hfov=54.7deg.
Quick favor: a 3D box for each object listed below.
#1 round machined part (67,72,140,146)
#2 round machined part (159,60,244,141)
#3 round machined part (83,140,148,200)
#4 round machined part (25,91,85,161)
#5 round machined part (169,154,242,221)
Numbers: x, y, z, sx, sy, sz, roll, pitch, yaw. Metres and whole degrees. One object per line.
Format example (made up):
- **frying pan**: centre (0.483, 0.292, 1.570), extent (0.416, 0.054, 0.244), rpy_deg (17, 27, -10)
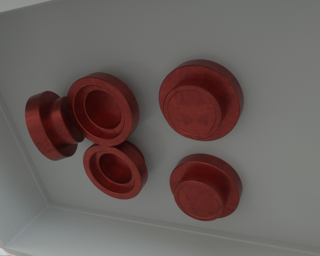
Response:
- **round machined part**: centre (-0.071, -0.028, 0.414), extent (0.098, 0.042, 0.097), rpy_deg (11, 120, 20)
- **round machined part**: centre (0.043, -0.026, 0.358), extent (0.098, 0.042, 0.097), rpy_deg (13, 124, 20)
- **round machined part**: centre (-0.062, 0.056, 0.463), extent (0.098, 0.042, 0.097), rpy_deg (13, 124, 20)
- **round machined part**: centre (-0.140, -0.007, 0.435), extent (0.042, 0.098, 0.098), rpy_deg (-18, 111, 9)
- **round machined part**: centre (0.058, 0.087, 0.420), extent (0.098, 0.042, 0.097), rpy_deg (13, 124, 20)
